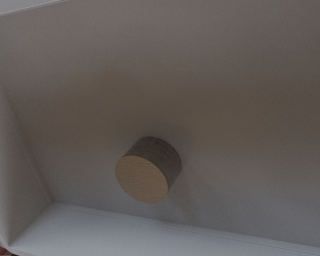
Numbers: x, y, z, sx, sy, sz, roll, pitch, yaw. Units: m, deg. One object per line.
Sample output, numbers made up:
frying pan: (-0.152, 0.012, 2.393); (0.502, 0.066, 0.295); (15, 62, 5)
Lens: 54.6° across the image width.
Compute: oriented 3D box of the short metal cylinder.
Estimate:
short metal cylinder: (-0.016, 0.059, 0.438); (0.080, 0.050, 0.080); (13, 124, 21)
